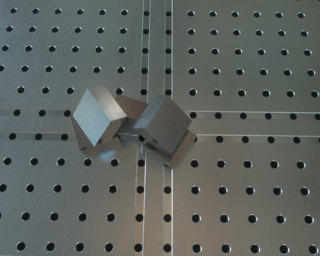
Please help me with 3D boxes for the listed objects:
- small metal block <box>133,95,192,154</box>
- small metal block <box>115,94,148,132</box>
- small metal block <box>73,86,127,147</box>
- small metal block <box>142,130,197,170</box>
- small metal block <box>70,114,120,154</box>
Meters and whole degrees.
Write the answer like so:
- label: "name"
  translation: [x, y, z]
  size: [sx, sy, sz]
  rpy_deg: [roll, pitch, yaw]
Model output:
- label: "small metal block"
  translation: [0.004, -0.004, 0.372]
  size: [0.050, 0.025, 0.050]
  rpy_deg: [44, 69, -32]
- label: "small metal block"
  translation: [-0.034, -0.016, 0.404]
  size: [0.050, 0.050, 0.025]
  rpy_deg: [18, 71, 6]
- label: "small metal block"
  translation: [-0.073, -0.014, 0.373]
  size: [0.025, 0.050, 0.050]
  rpy_deg: [-20, 66, -48]
- label: "small metal block"
  translation: [0.012, 0.019, 0.405]
  size: [0.050, 0.025, 0.050]
  rpy_deg: [34, 73, 11]
- label: "small metal block"
  translation: [-0.086, 0.001, 0.411]
  size: [0.050, 0.025, 0.050]
  rpy_deg: [-18, 71, -7]
